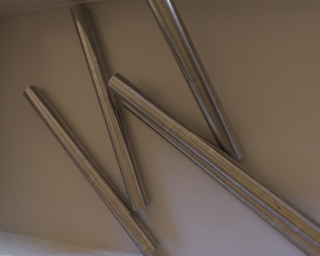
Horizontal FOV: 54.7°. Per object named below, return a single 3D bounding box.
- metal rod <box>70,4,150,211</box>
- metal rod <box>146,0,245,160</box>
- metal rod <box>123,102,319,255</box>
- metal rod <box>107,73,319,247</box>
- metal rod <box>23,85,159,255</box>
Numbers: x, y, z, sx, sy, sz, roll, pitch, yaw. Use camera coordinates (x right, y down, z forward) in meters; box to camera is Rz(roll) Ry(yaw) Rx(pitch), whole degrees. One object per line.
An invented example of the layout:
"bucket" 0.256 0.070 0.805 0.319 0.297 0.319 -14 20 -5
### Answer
"metal rod" -0.072 -0.033 0.435 0.025 0.025 0.299 -21 83 19
"metal rod" 0.023 -0.088 0.331 0.025 0.025 0.299 -23 110 19
"metal rod" 0.070 0.051 0.385 0.300 0.025 0.025 39 102 15
"metal rod" 0.055 0.027 0.367 0.300 0.025 0.025 38 102 15
"metal rod" -0.106 0.054 0.447 0.025 0.025 0.300 -44 77 15
